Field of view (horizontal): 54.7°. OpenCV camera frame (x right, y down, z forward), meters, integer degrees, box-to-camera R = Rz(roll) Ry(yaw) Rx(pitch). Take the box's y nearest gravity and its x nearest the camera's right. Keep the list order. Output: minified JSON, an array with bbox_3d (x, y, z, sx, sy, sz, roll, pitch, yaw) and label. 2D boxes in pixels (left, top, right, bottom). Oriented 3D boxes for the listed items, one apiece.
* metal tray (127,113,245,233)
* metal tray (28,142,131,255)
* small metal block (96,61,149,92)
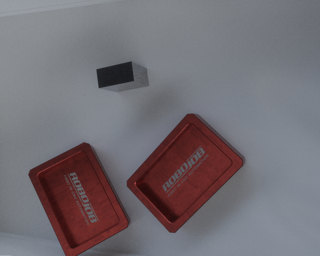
[{"bbox_3d":[0.031,0.057,0.396,0.090,0.030,0.130,45,103,14],"label":"metal tray"},{"bbox_3d":[-0.110,0.097,0.427,0.090,0.030,0.130,-28,80,-7],"label":"metal tray"},{"bbox_3d":[-0.048,-0.067,0.413,0.050,0.050,0.025,-8,87,19],"label":"small metal block"}]
